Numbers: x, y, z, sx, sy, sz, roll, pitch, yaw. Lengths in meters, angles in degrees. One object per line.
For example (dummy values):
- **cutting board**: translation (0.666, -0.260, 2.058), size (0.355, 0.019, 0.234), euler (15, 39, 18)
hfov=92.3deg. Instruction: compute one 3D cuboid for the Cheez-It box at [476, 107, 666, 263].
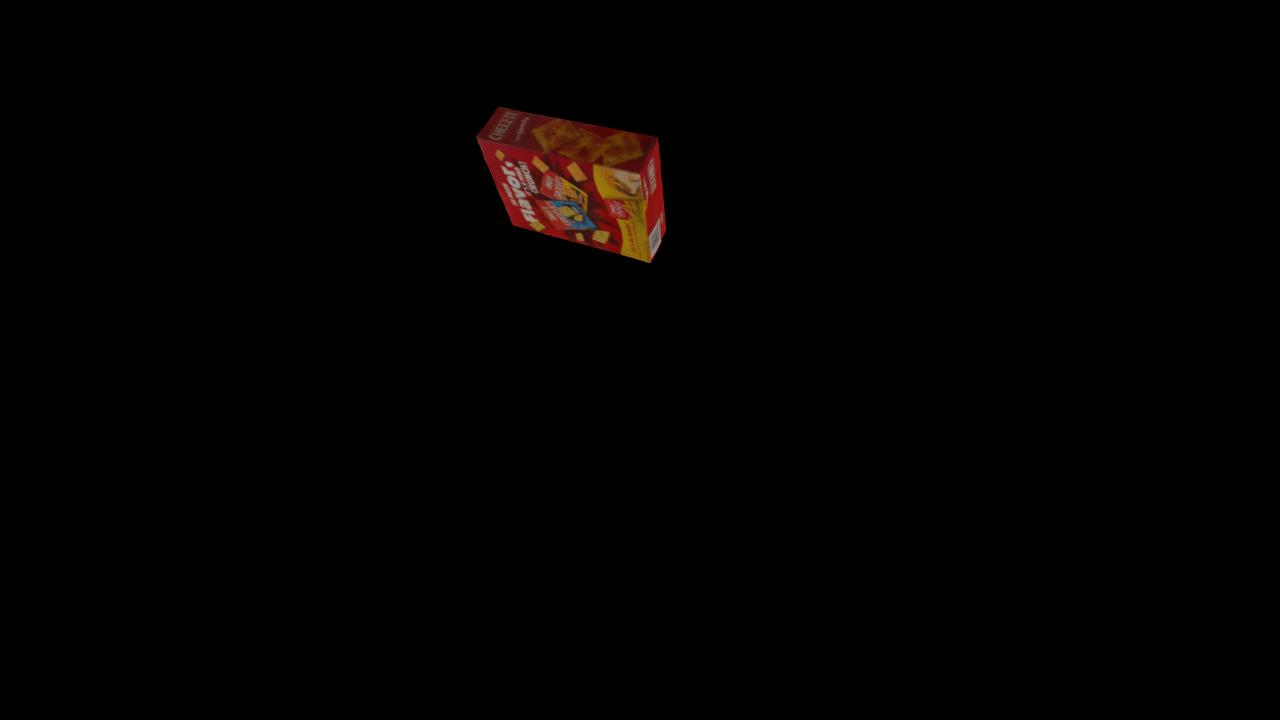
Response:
- **Cheez-It box**: translation (-0.082, -0.226, 0.805), size (0.223, 0.071, 0.166), euler (17, -26, 15)
